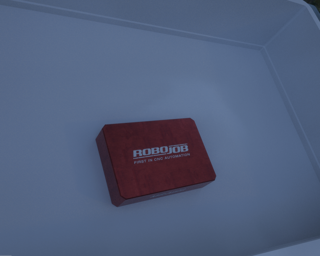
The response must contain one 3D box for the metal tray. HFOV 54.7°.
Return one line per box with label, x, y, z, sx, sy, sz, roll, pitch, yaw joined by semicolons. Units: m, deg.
metal tray;-0.003;0.037;0.380;0.131;0.030;0.090;-5;64;-31
